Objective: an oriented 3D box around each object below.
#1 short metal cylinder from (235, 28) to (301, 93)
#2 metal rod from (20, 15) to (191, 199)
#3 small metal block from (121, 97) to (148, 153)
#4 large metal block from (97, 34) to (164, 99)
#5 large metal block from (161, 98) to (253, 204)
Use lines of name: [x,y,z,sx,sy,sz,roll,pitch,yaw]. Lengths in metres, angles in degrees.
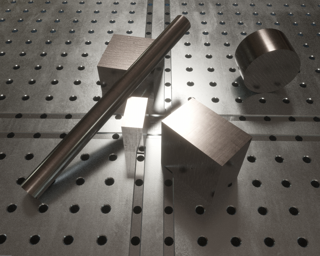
short metal cylinder: [0.157,-0.098,0.456,0.081,0.080,0.050,-4,50,-4]
metal rod: [-0.057,-0.039,0.393,0.025,0.025,0.301,31,70,23]
small metal block: [-0.030,-0.004,0.394,0.025,0.050,0.050,5,50,3]
large metal block: [-0.040,-0.094,0.470,0.080,0.050,0.080,9,51,7]
large metal block: [0.048,0.026,0.351,0.080,0.080,0.050,37,59,27]
